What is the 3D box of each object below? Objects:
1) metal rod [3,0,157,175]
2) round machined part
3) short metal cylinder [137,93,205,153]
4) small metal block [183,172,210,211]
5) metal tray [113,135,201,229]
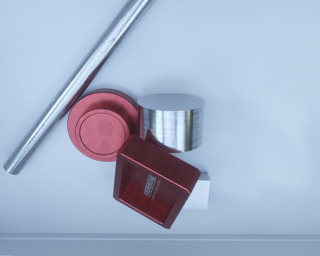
[{"bbox_3d":[-0.108,-0.051,0.390,0.025,0.025,0.299,39,105,-13],"label":"metal rod"},{"bbox_3d":[-0.071,0.001,0.402,0.099,0.042,0.097,0,110,-1],"label":"round machined part"},{"bbox_3d":[0.013,-0.009,0.379,0.081,0.080,0.050,0,110,-1],"label":"short metal cylinder"},{"bbox_3d":[0.043,0.090,0.445,0.050,0.025,0.050,2,110,-1],"label":"small metal block"},{"bbox_3d":[-0.010,0.072,0.385,0.090,0.030,0.129,28,145,9],"label":"metal tray"}]
